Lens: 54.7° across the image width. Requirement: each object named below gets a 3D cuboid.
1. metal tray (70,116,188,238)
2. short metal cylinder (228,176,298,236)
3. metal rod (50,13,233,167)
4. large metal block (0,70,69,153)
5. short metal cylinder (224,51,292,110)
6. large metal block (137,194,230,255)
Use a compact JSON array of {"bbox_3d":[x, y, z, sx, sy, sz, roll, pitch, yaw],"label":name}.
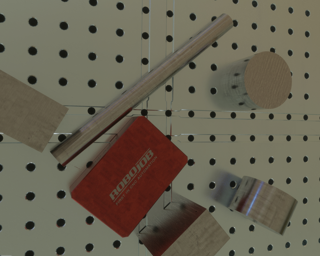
[{"bbox_3d":[-0.038,0.059,0.396,0.090,0.030,0.130,44,76,-15],"label":"metal tray"},{"bbox_3d":[0.144,0.109,0.436,0.080,0.080,0.050,32,80,-17],"label":"short metal cylinder"},{"bbox_3d":[-0.013,-0.059,0.407,0.301,0.025,0.025,-41,103,-15],"label":"metal rod"},{"bbox_3d":[-0.149,-0.018,0.329,0.080,0.080,0.050,32,80,-17],"label":"large metal block"},{"bbox_3d":[0.142,-0.066,0.451,0.081,0.050,0.080,0,90,-20],"label":"short metal cylinder"},{"bbox_3d":[0.027,0.138,0.393,0.080,0.080,0.050,-41,103,-15],"label":"large metal block"}]
